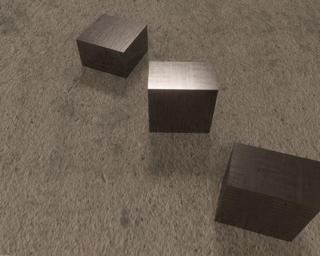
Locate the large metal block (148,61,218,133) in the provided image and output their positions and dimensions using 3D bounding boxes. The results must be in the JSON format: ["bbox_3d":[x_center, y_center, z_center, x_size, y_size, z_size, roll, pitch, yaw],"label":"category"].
[{"bbox_3d":[0.027,-0.038,0.400,0.081,0.080,0.050,1,50,0],"label":"large metal block"}]

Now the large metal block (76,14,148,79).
[{"bbox_3d":[-0.073,-0.133,0.498,0.080,0.050,0.080,19,52,14],"label":"large metal block"}]

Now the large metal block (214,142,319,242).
[{"bbox_3d":[0.105,0.066,0.313,0.080,0.080,0.050,13,51,10],"label":"large metal block"}]
